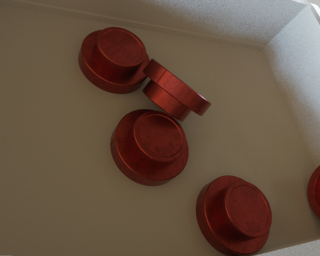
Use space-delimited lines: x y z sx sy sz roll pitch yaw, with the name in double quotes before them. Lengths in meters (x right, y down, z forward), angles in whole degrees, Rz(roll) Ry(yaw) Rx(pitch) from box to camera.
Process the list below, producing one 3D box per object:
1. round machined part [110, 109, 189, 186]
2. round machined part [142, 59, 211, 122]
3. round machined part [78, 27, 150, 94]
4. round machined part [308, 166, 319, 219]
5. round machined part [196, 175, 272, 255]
"round machined part" -0.007 0.018 0.380 0.099 0.042 0.098 14 56 -21
"round machined part" 0.016 -0.045 0.409 0.098 0.042 0.098 37 9 -7
"round machined part" -0.058 -0.099 0.424 0.099 0.042 0.098 14 56 -21
"round machined part" 0.270 0.095 0.447 0.042 0.098 0.098 18 54 -27
"round machined part" 0.098 0.104 0.383 0.099 0.042 0.098 14 56 -21
